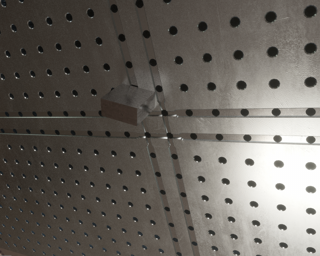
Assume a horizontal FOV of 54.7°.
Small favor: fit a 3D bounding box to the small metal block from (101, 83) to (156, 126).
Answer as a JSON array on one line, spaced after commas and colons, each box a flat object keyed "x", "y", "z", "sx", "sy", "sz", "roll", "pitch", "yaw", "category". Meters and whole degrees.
[{"x": -0.040, "y": -0.031, "z": 0.395, "sx": 0.050, "sy": 0.050, "sz": 0.025, "roll": 16, "pitch": 125, "yaw": 18, "category": "small metal block"}]
